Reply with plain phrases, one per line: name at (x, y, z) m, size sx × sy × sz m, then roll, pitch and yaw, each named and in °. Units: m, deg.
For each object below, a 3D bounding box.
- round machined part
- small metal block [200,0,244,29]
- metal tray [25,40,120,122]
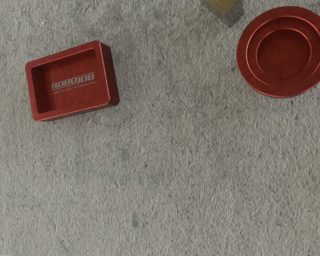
round machined part at (0.139, -0.082, 0.351) m, size 0.098 × 0.042 × 0.097 m, roll 0°, pitch 90°, yaw 20°
small metal block at (0.071, -0.152, 0.371) m, size 0.050 × 0.050 × 0.025 m, roll 46°, pitch 104°, yaw 14°
metal tray at (-0.129, -0.065, 0.451) m, size 0.130 × 0.030 × 0.090 m, roll -12°, pitch 86°, yaw 19°
